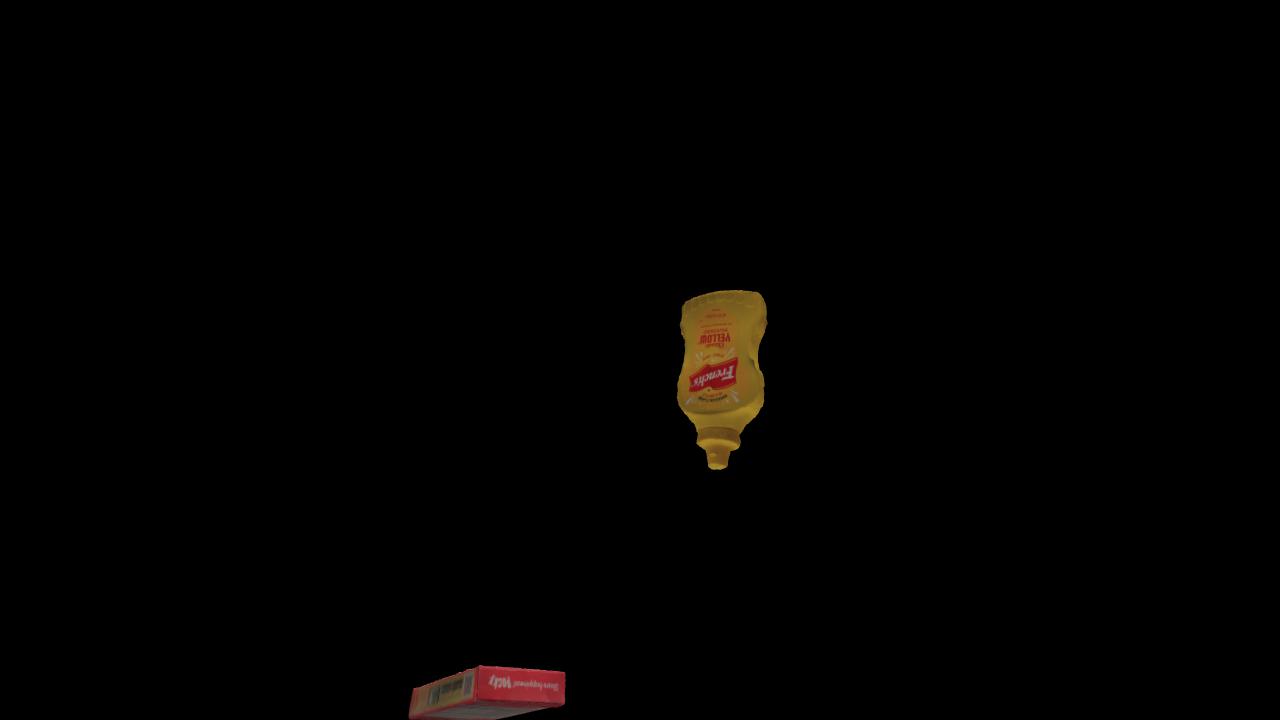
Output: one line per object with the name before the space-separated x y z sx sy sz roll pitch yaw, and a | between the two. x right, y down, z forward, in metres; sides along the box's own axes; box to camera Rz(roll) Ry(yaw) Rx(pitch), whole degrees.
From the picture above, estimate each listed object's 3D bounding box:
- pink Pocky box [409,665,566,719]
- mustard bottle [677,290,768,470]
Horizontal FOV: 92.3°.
pink Pocky box | -0.142 0.306 0.559 0.084 0.029 0.155 21 -41 -30
mustard bottle | 0.083 0.021 0.628 0.092 0.184 0.054 -3 -24 20
